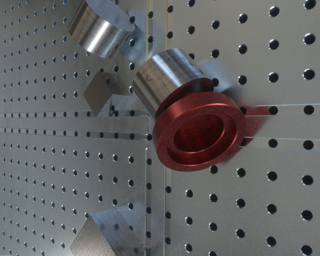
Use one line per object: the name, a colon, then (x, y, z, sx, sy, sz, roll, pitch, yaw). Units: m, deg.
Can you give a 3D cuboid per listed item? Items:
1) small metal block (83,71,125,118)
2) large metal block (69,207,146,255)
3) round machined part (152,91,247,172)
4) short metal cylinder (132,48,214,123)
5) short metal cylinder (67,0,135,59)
small metal block: (-0.088, -0.052, 0.483, 0.050, 0.025, 0.050, -49, 61, 29)
large metal block: (-0.080, 0.179, 0.459, 0.080, 0.050, 0.080, 47, 118, 29)
round machined part: (0.039, 0.000, 0.335, 0.097, 0.099, 0.042, -52, 38, 27)
short metal cylinder: (0.015, -0.045, 0.361, 0.080, 0.081, 0.050, -51, 60, 28)
short metal cylinder: (-0.083, -0.146, 0.442, 0.050, 0.081, 0.080, -47, 62, 30)
